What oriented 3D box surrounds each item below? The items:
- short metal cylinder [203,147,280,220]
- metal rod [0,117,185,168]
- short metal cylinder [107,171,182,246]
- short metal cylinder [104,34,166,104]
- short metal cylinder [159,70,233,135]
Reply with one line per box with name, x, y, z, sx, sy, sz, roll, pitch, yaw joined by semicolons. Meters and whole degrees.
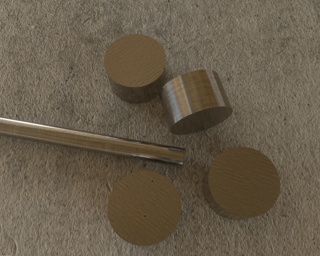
short metal cylinder;0.095;0.068;0.371;0.081;0.050;0.080;0;70;0
metal rod;-0.118;0.013;0.402;0.302;0.025;0.025;10;70;3
short metal cylinder;-0.017;0.094;0.360;0.081;0.050;0.080;0;70;0
short metal cylinder;-0.032;-0.080;0.424;0.081;0.050;0.080;0;70;0
short metal cylinder;0.044;-0.030;0.390;0.081;0.080;0.050;-15;71;-6
